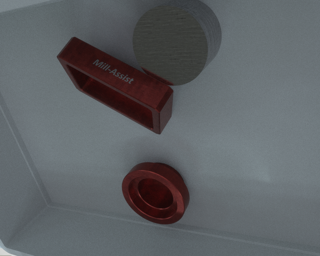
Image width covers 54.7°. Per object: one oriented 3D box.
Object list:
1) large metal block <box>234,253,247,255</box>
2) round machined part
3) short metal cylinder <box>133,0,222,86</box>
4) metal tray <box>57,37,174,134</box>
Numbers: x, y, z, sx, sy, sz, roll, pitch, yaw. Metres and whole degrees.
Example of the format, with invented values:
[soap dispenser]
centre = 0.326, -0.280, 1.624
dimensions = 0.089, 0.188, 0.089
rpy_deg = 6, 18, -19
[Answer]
[large metal block]
centre = 0.142, 0.240, 0.449
dimensions = 0.080, 0.080, 0.050
rpy_deg = 4, 120, 26
[round machined part]
centre = -0.003, 0.090, 0.453
dimensions = 0.098, 0.042, 0.097
rpy_deg = 13, 124, 20
[short metal cylinder]
centre = 0.019, -0.091, 0.325
dimensions = 0.080, 0.050, 0.079
rpy_deg = 13, 124, 20
[metal tray]
centre = -0.049, -0.047, 0.369
dimensions = 0.130, 0.030, 0.090
rpy_deg = 29, 165, 9
